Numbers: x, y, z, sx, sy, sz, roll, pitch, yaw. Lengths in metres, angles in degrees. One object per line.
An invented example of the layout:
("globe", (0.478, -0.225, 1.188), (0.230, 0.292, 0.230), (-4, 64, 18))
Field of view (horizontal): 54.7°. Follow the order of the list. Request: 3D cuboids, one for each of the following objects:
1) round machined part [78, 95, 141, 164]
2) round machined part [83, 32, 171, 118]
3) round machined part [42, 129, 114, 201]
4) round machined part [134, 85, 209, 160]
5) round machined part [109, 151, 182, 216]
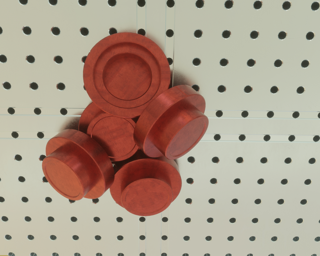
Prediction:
("round machined part", (-0.057, 0.004, 0.404), (0.099, 0.042, 0.097), (0, 110, -1))
("round machined part", (-0.039, -0.060, 0.370), (0.099, 0.042, 0.097), (0, 89, -6))
("round machined part", (-0.111, 0.054, 0.397), (0.098, 0.042, 0.097), (17, 128, 24))
("round machined part", (0.020, 0.000, 0.373), (0.042, 0.099, 0.098), (45, 109, 28))
("round machined part", (-0.019, 0.081, 0.421), (0.099, 0.042, 0.097), (-3, 122, -5))
